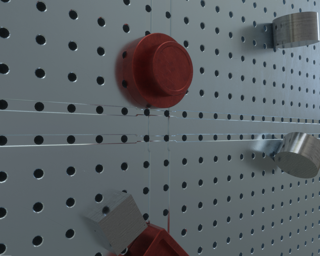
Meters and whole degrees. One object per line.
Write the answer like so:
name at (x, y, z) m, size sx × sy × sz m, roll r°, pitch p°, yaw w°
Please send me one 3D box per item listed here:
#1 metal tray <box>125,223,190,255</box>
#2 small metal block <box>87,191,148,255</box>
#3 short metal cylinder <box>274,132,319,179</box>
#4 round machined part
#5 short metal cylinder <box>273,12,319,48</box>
metal tray at (0.004, 0.201, 0.409) m, size 0.090 × 0.030 × 0.130 m, roll -52°, pitch 120°, yaw -27°
small metal block at (-0.049, 0.112, 0.368) m, size 0.050 × 0.025 × 0.050 m, roll -37°, pitch 113°, yaw -34°
short metal cylinder at (0.271, 0.053, 0.600) m, size 0.080 × 0.080 × 0.050 m, roll 52°, pitch 60°, yaw -28°
round machined part at (0.005, -0.075, 0.402) m, size 0.099 × 0.042 × 0.097 m, roll 0°, pitch 90°, yaw -40°
short metal cylinder at (0.257, -0.184, 0.588) m, size 0.081 × 0.080 × 0.050 m, roll -9°, pitch 96°, yaw -40°
